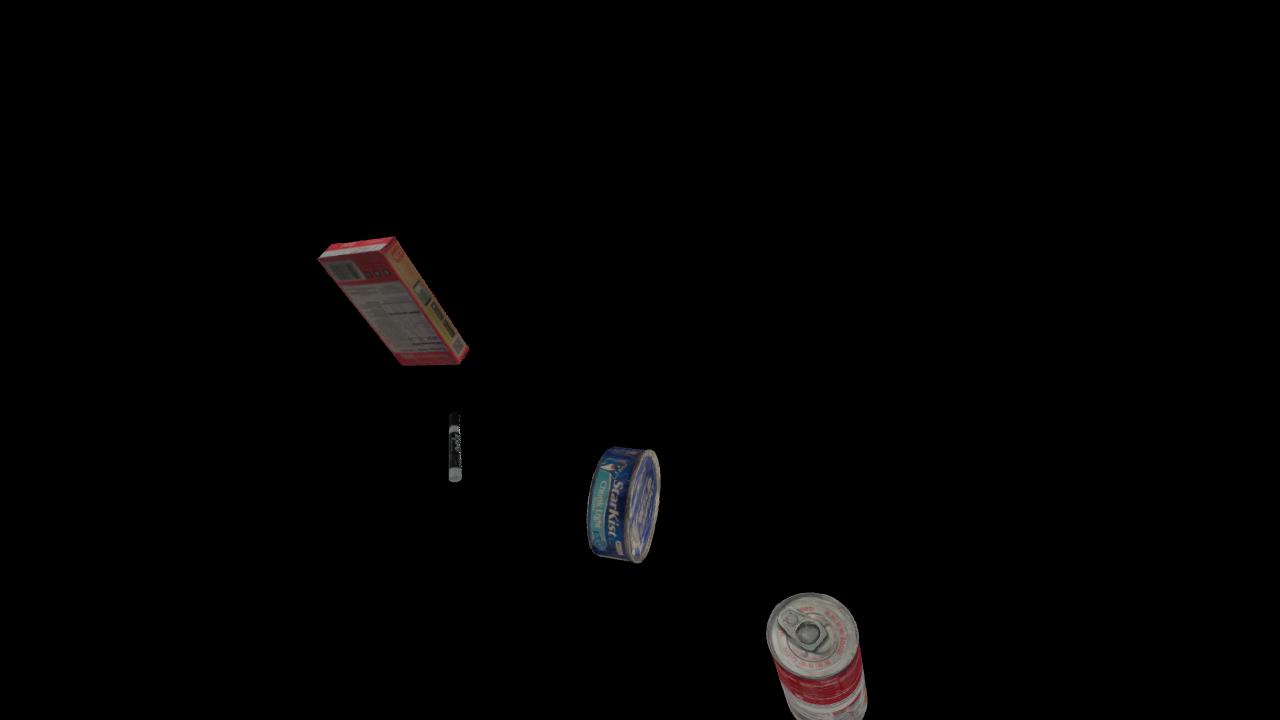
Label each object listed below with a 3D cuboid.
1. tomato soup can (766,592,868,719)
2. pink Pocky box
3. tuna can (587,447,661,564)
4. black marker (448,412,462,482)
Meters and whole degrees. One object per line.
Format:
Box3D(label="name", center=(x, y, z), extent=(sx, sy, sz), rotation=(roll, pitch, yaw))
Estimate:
Box3D(label="tomato soup can", center=(0.141, 0.241, 0.483), extent=(0.068, 0.101, 0.068), rotation=(-14, 35, 10))
Box3D(label="pink Pocky box", center=(-0.251, -0.055, 0.640), extent=(0.084, 0.029, 0.155), rotation=(-1, -45, 23))
Box3D(label="tuna can", center=(-0.011, 0.108, 0.465), extent=(0.034, 0.084, 0.084), rotation=(4, 1, 16))
Box3D(label="black marker", center=(-0.284, 0.131, 0.944), extent=(0.020, 0.121, 0.020), rotation=(-9, -40, -8))
